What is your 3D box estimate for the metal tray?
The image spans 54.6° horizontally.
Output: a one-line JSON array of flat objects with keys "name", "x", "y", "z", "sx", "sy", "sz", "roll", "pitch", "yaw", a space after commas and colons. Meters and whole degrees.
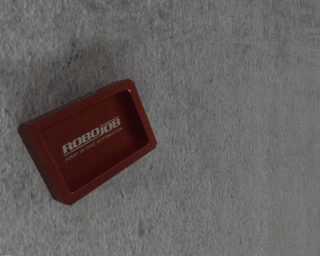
[{"name": "metal tray", "x": -0.071, "y": 0.011, "z": 0.340, "sx": 0.131, "sy": 0.030, "sz": 0.090, "roll": -32, "pitch": 110, "yaw": -35}]
